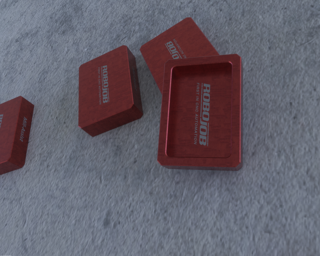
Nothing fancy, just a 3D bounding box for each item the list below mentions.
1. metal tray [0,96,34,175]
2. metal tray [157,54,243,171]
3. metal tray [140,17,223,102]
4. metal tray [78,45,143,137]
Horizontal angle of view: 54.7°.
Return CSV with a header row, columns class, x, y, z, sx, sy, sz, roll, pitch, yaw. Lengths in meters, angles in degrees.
class,x,y,z,sx,sy,sz,roll,pitch,yaw
metal tray,-0.269,0.015,0.529,0.090,0.030,0.130,-18,55,17
metal tray,0.048,-0.018,0.359,0.090,0.030,0.129,-1,74,18
metal tray,0.033,-0.092,0.439,0.090,0.030,0.130,-30,52,8
metal tray,-0.079,-0.059,0.477,0.090,0.030,0.130,-21,54,15
